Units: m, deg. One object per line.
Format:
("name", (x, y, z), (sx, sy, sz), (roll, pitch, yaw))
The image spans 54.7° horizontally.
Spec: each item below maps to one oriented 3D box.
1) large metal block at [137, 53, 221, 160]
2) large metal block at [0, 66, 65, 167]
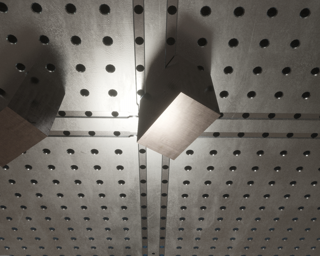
("large metal block", (0.018, -0.024, 0.355), (0.050, 0.080, 0.080), (28, 125, -22))
("large metal block", (-0.166, -0.014, 0.362), (0.080, 0.080, 0.050), (-30, 124, 23))
